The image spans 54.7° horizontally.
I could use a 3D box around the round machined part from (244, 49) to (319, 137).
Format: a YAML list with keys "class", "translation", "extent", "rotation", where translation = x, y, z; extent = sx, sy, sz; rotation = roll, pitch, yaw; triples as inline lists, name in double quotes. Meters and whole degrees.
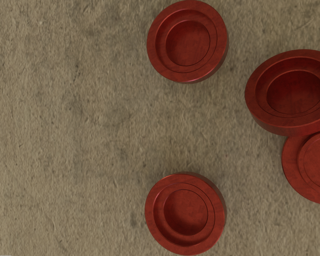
- class: "round machined part"
  translation: [0.146, -0.033, 0.334]
  extent: [0.098, 0.042, 0.098]
  rotation: [-15, 54, 23]

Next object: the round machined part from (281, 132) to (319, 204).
- class: "round machined part"
  translation: [0.184, 0.036, 0.335]
  extent: [0.098, 0.042, 0.097]
  rotation: [0, 90, 19]

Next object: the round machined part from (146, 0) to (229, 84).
- class: "round machined part"
  translation: [0.036, -0.103, 0.387]
  extent: [0.098, 0.042, 0.097]
  rotation: [0, 90, 19]

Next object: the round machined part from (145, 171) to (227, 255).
- class: "round machined part"
  translation: [0.034, 0.103, 0.387]
  extent: [0.098, 0.042, 0.097]
  rotation: [0, 90, 19]
